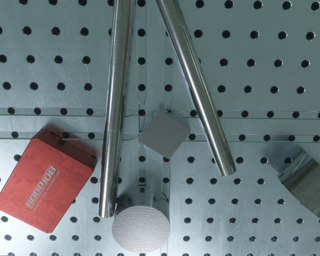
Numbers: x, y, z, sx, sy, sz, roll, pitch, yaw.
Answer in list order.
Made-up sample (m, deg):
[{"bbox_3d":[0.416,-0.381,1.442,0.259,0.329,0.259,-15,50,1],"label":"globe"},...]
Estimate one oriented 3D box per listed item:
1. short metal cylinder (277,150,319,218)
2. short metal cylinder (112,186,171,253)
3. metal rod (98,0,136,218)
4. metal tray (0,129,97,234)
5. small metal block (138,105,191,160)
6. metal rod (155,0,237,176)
[{"bbox_3d":[0.207,0.075,0.415,0.080,0.080,0.050,37,106,-13],"label":"short metal cylinder"},{"bbox_3d":[-0.026,0.132,0.448,0.081,0.050,0.079,0,110,-1],"label":"short metal cylinder"},{"bbox_3d":[-0.060,-0.013,0.407,0.025,0.025,0.298,7,110,-3],"label":"metal rod"},{"bbox_3d":[-0.161,0.078,0.437,0.090,0.030,0.129,32,107,-12],"label":"metal tray"},{"bbox_3d":[0.006,0.006,0.416,0.050,0.025,0.050,33,107,-12],"label":"small metal block"},{"bbox_3d":[0.041,-0.069,0.388,0.025,0.025,0.299,-20,109,7],"label":"metal rod"}]
